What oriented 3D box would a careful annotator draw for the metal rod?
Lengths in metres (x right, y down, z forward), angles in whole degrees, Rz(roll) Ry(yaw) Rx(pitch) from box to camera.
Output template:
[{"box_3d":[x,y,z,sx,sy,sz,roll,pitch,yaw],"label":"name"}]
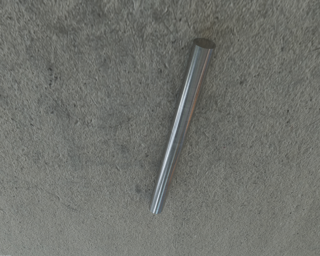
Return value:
[{"box_3d":[0.020,0.022,0.425,0.025,0.025,0.298,8,130,-7],"label":"metal rod"}]
